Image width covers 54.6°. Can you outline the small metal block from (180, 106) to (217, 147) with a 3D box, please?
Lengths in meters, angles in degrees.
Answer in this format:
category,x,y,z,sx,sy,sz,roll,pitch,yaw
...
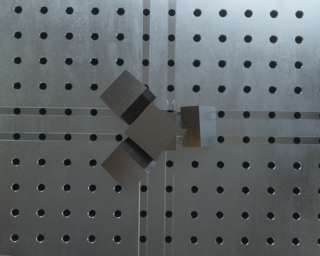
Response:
category,x,y,z,sx,sy,sz,roll,pitch,yaw
small metal block,0.051,-0.002,0.398,0.025,0.050,0.050,-3,90,33

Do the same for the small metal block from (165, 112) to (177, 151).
category,x,y,z,sx,sy,sz,roll,pitch,yaw
small metal block,-0.004,0.003,0.413,0.050,0.025,0.050,2,93,0

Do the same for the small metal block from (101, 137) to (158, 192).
category,x,y,z,sx,sy,sz,roll,pitch,yaw
small metal block,-0.040,0.047,0.400,0.050,0.025,0.050,45,127,0

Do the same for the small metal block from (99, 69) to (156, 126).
category,x,y,z,sx,sy,sz,roll,pitch,yaw
small metal block,-0.042,-0.040,0.401,0.050,0.025,0.050,-47,54,0

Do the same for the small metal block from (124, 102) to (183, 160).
category,x,y,z,sx,sy,sz,roll,pitch,yaw
small metal block,-0.008,0.004,0.388,0.050,0.025,0.050,41,89,-1
